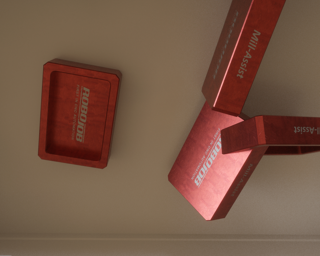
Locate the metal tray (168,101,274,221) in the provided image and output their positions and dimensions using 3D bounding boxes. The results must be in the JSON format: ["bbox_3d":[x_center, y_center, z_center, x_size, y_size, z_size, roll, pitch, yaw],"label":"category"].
[{"bbox_3d":[0.071,0.039,0.392,0.030,0.090,0.129,7,115,-43],"label":"metal tray"}]

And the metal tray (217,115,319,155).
[{"bbox_3d":[0.145,0.012,0.364,0.131,0.090,0.030,1,77,-19],"label":"metal tray"}]

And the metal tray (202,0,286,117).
[{"bbox_3d":[0.087,-0.087,0.345,0.030,0.090,0.129,15,109,-6],"label":"metal tray"}]

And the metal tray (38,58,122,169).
[{"bbox_3d":[-0.104,-0.016,0.401,0.091,0.030,0.129,10,110,-4],"label":"metal tray"}]
